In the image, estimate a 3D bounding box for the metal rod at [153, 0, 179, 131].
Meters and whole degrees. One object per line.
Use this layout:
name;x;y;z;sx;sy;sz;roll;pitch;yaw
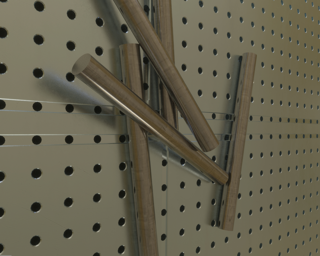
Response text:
metal rod;0.004;-0.143;0.414;0.025;0.025;0.298;-6;94;-40

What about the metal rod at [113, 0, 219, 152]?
metal rod;-0.007;-0.097;0.380;0.025;0.025;0.299;-42;108;-32

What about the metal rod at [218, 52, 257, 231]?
metal rod;0.131;0.018;0.522;0.025;0.025;0.299;17;79;-39

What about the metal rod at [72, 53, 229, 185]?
metal rod;0.012;0.010;0.394;0.301;0.025;0.025;39;66;-42

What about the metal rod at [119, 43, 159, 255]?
metal rod;-0.024;0.047;0.390;0.025;0.025;0.298;-9;96;-40
